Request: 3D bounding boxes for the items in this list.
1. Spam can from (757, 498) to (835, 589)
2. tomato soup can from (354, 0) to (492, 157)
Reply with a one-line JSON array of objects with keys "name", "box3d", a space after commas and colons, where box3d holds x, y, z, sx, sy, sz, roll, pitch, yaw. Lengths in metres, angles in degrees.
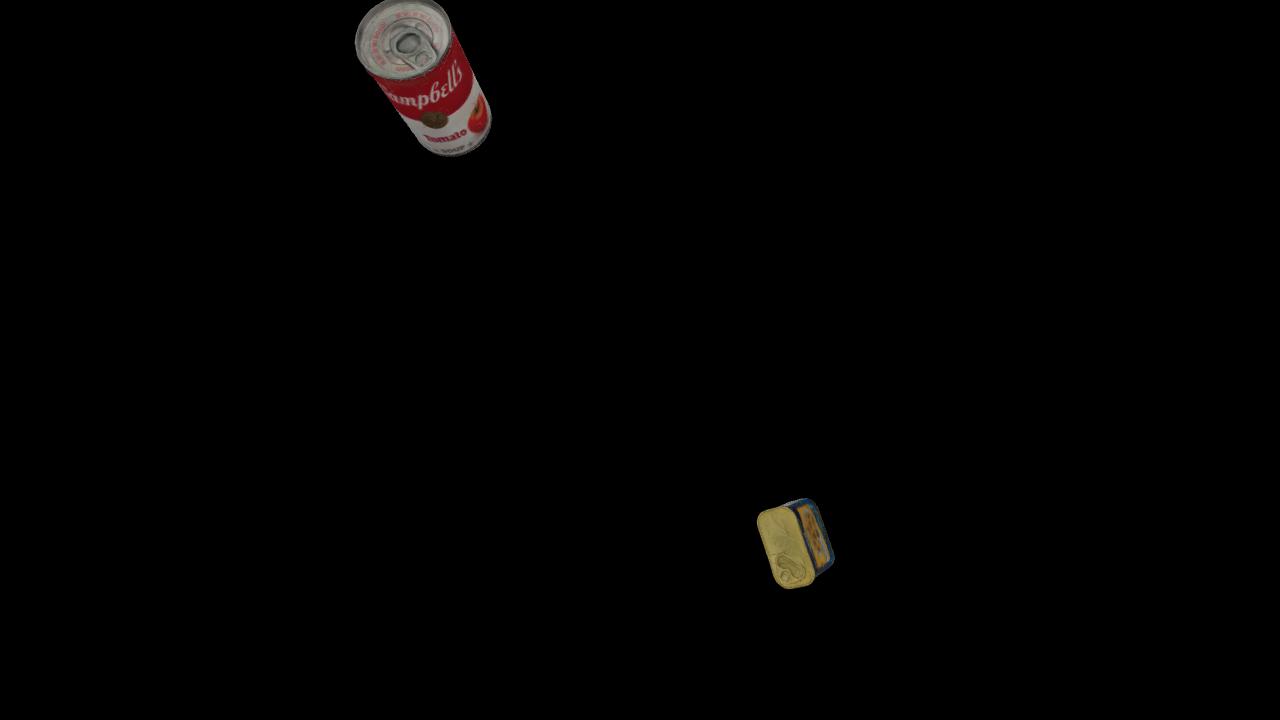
[{"name": "Spam can", "box3d": [0.208, 0.238, 0.813, 0.058, 0.101, 0.085, -25, -15, 34]}, {"name": "tomato soup can", "box3d": [-0.158, -0.209, 0.466, 0.068, 0.068, 0.101, 0, -12, 3]}]
